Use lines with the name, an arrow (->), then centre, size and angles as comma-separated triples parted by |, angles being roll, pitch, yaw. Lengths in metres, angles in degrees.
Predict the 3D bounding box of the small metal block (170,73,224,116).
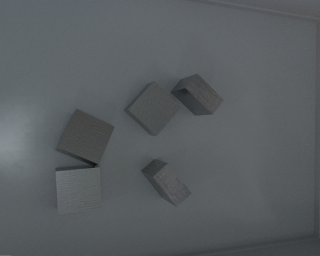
small metal block -> 0.049, -0.043, 0.415 | 0.050, 0.050, 0.025 | 42, 77, -15

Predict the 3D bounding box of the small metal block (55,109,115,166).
small metal block -> -0.090, 0.012, 0.372 | 0.050, 0.025, 0.050 | 26, 69, -18

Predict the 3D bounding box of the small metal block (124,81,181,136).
small metal block -> -0.010, -0.025, 0.407 | 0.050, 0.025, 0.050 | 44, 76, -15

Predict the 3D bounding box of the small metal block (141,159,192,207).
small metal block -> 0.007, 0.070, 0.400 | 0.025, 0.050, 0.050 | -40, 103, -15

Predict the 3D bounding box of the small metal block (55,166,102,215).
small metal block -> -0.099, 0.073, 0.374 | 0.050, 0.025, 0.050 | -3, 91, -20
